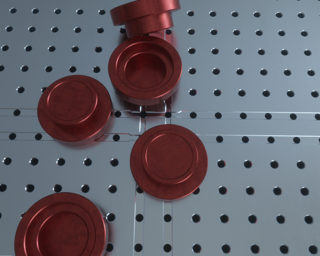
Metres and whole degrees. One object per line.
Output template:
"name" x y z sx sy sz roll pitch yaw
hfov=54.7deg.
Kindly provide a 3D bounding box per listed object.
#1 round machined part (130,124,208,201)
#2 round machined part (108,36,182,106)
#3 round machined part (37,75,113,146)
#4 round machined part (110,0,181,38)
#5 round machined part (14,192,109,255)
"round machined part" 0.012 0.040 0.388 0.099 0.042 0.098 0 70 -1
"round machined part" -0.020 -0.075 0.430 0.099 0.042 0.098 0 70 -1
"round machined part" -0.114 -0.028 0.412 0.099 0.042 0.098 0 70 -1
"round machined part" -0.018 -0.156 0.440 0.099 0.098 0.042 -16 107 -6
"round machined part" -0.108 0.126 0.355 0.099 0.042 0.098 0 70 -1
